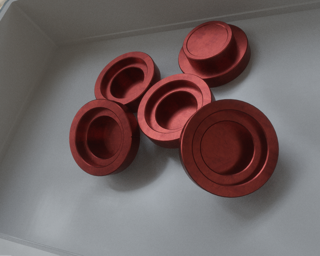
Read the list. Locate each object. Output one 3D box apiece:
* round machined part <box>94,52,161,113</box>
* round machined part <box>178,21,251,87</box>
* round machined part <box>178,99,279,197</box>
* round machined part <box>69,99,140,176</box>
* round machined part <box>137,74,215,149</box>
[{"bbox_3d":[-0.043,-0.061,0.455,0.098,0.042,0.098,-13,56,21],"label":"round machined part"},{"bbox_3d":[0.070,-0.107,0.424,0.098,0.042,0.098,-13,56,21],"label":"round machined part"},{"bbox_3d":[0.068,0.021,0.326,0.099,0.042,0.097,0,84,-4],"label":"round machined part"},{"bbox_3d":[-0.067,0.013,0.407,0.098,0.042,0.097,-2,86,27],"label":"round machined part"},{"bbox_3d":[0.024,-0.018,0.393,0.098,0.042,0.098,-13,56,21],"label":"round machined part"}]
